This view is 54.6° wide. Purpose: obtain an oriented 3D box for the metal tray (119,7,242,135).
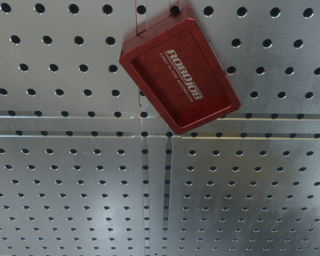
[{"bbox_3d":[0.026,-0.058,0.358,0.090,0.030,0.130,-25,126,19],"label":"metal tray"}]
